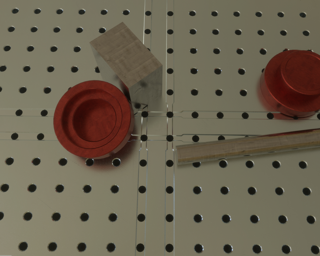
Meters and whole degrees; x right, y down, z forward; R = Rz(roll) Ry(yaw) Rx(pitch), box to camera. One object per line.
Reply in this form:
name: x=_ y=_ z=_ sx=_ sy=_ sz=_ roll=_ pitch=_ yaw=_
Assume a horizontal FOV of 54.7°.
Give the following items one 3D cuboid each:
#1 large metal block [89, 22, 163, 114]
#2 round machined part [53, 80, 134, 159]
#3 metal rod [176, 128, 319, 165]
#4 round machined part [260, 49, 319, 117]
large metal block: x=-0.042 y=-0.076 z=0.410 sx=0.050 sy=0.080 sz=0.080 roll=-37 pitch=74 yaw=-12
round machined part: x=-0.081 y=-0.008 z=0.399 sx=0.099 sy=0.042 sz=0.098 roll=-1 pitch=79 yaw=7
metal rod: x=0.171 y=0.017 z=0.406 sx=0.302 sy=0.025 sz=0.025 roll=-7 pitch=70 yaw=-3
round machined part: x=0.195 y=-0.068 z=0.429 sx=0.099 sy=0.042 sz=0.098 roll=0 pitch=70 yaw=0
